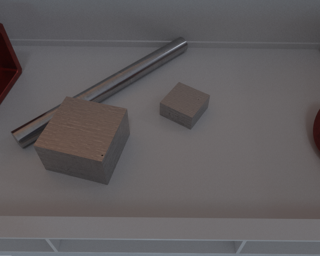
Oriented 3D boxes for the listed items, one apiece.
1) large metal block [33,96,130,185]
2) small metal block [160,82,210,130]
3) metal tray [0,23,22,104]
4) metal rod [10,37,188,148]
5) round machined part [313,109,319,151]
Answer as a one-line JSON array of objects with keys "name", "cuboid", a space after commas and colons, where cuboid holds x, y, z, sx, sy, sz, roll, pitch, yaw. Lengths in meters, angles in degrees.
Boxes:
[{"name": "large metal block", "cuboid": [-0.089, 0.014, 0.376, 0.080, 0.050, 0.080, 12, 51, 9]}, {"name": "small metal block", "cuboid": [0.035, -0.032, 0.432, 0.050, 0.025, 0.050, 27, 55, 20]}, {"name": "metal tray", "cuboid": [-0.243, -0.072, 0.419, 0.030, 0.089, 0.130, 7, 50, 5]}, {"name": "metal rod", "cuboid": [-0.071, -0.064, 0.457, 0.302, 0.025, 0.025, -36, 59, -27]}, {"name": "round machined part", "cuboid": [0.241, 0.001, 0.370, 0.042, 0.097, 0.098, 17, 45, -26]}]
